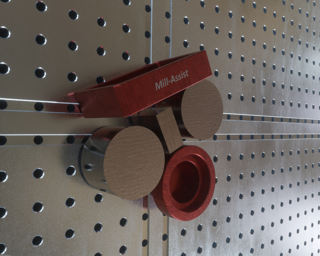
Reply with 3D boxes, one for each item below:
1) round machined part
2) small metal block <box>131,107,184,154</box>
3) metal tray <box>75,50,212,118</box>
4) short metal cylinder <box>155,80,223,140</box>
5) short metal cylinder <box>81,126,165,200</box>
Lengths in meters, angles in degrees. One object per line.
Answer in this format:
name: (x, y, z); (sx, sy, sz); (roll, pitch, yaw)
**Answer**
round machined part: (0.027, 0.071, 0.416); (0.099, 0.042, 0.097); (0, 90, -40)
small metal block: (-0.004, 0.003, 0.384); (0.025, 0.050, 0.050); (-32, 110, -36)
metal tray: (-0.016, -0.050, 0.347); (0.131, 0.090, 0.030); (-29, 109, -36)
short metal cylinder: (0.041, -0.024, 0.422); (0.081, 0.050, 0.079); (0, 90, -40)
short metal cylinder: (-0.042, 0.037, 0.353); (0.081, 0.050, 0.079); (0, 90, -40)
